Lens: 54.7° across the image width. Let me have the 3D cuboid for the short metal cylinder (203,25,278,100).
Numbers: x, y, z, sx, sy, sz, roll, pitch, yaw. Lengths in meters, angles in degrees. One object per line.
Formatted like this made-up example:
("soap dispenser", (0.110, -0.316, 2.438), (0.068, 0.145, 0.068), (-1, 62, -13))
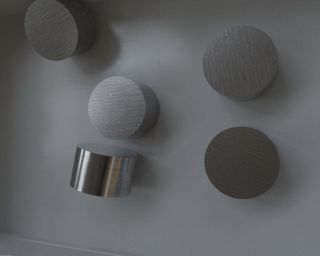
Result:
("short metal cylinder", (0.095, -0.073, 0.363), (0.080, 0.050, 0.079), (0, 90, 19))

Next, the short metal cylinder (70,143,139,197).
("short metal cylinder", (-0.073, 0.053, 0.406), (0.080, 0.080, 0.050), (13, 94, 19))

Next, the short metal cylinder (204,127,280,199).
("short metal cylinder", (0.097, 0.038, 0.363), (0.080, 0.050, 0.079), (0, 90, 19))

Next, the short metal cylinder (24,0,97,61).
("short metal cylinder", (-0.136, -0.138, 0.429), (0.080, 0.050, 0.079), (7, 116, 16))

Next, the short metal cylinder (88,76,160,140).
("short metal cylinder", (-0.047, -0.025, 0.413), (0.080, 0.050, 0.079), (0, 90, 19))
